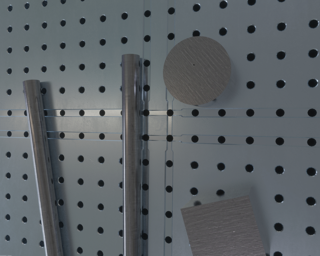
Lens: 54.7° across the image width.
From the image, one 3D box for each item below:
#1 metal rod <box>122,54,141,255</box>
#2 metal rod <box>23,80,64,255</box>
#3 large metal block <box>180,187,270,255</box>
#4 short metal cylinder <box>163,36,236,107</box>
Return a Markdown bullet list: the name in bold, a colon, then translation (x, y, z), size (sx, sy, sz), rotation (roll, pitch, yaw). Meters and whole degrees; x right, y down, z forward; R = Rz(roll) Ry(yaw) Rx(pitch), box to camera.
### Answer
- **metal rod**: translation (-0.039, 0.050, 0.426), size (0.025, 0.025, 0.298), rotation (0, 90, 20)
- **metal rod**: translation (-0.178, 0.075, 0.475), size (0.025, 0.025, 0.298), rotation (-10, 87, 19)
- **large metal block**: translation (0.079, 0.122, 0.371), size (0.080, 0.050, 0.080), rotation (-17, 85, 19)
- **short metal cylinder**: translation (0.050, -0.066, 0.382), size (0.080, 0.050, 0.079), rotation (0, 90, 20)
